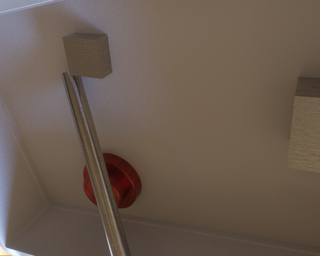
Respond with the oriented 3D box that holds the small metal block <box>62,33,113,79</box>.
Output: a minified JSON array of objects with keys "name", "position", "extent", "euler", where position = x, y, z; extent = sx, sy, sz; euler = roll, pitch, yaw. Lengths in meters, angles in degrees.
[{"name":"small metal block","position":[-0.092,-0.093,0.398],"extent":[0.050,0.025,0.050],"euler":[10,123,22]}]

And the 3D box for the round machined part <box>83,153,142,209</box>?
[{"name":"round machined part","position":[-0.083,0.092,0.496],"extent":[0.098,0.042,0.097],"euler":[13,124,20]}]

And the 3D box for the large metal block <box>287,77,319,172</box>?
[{"name":"large metal block","position":[0.172,-0.001,0.301],"extent":[0.080,0.050,0.079],"euler":[7,122,24]}]

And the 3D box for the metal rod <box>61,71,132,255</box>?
[{"name":"metal rod","position":[-0.082,0.067,0.419],"extent":[0.025,0.025,0.298],"euler":[-19,86,35]}]
